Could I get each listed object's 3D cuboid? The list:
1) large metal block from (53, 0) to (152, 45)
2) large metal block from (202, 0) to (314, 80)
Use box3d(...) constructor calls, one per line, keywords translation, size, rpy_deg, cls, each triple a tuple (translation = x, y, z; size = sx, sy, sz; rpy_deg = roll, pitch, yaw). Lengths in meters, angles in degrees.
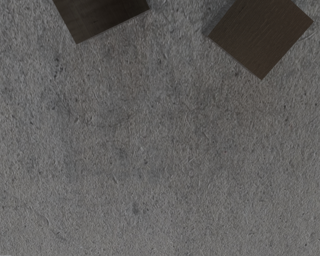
box3d(translation=(-0.057, -0.133, 0.331), size=(0.080, 0.080, 0.050), rpy_deg=(-23, 109, 8), cls="large metal block")
box3d(translation=(0.108, -0.115, 0.355), size=(0.080, 0.050, 0.080), rpy_deg=(35, 106, -12), cls="large metal block")
